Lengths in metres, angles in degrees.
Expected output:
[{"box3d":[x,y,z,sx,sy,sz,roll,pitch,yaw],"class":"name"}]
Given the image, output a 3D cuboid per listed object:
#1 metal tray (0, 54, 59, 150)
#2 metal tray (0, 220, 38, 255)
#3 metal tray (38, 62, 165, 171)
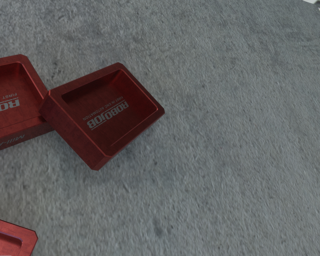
[{"box3d":[-0.182,-0.020,0.314,0.131,0.030,0.090,-25,76,-37],"class":"metal tray"},{"box3d":[-0.164,0.131,0.232,0.090,0.030,0.130,25,53,-13],"class":"metal tray"},{"box3d":[-0.059,-0.020,0.358,0.090,0.030,0.131,47,37,0],"class":"metal tray"}]
